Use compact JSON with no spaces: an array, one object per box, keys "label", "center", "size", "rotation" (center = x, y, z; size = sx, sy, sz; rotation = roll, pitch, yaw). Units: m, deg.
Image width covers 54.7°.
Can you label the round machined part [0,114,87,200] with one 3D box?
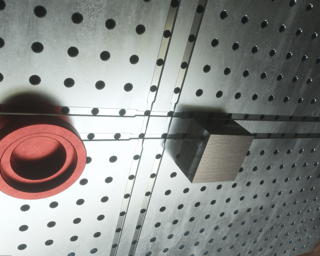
[{"label":"round machined part","center":[-0.135,0.028,0.344],"size":[0.099,0.042,0.097],"rotation":[-14,124,-21]}]

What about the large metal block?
[{"label":"large metal block","center":[0.080,0.033,0.459],"size":[0.081,0.050,0.079],"rotation":[3,117,-30]}]
